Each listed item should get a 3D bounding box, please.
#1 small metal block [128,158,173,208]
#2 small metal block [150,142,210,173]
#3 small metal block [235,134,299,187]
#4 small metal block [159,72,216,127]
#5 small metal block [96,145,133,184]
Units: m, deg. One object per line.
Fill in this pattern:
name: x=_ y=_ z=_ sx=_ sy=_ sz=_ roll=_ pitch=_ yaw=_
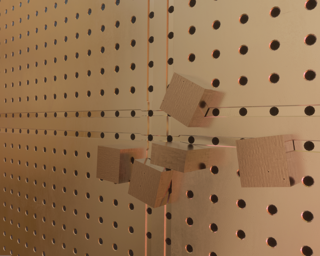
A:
small metal block: x=-0.013 y=0.073 z=0.422 sx=0.050 sy=0.025 sz=0.050 roll=19 pitch=102 yaw=38
small metal block: x=0.025 y=0.033 z=0.374 sx=0.050 sy=0.050 sz=0.025 roll=10 pitch=97 yaw=39
small metal block: x=0.110 y=0.034 z=0.320 sx=0.050 sy=0.025 sz=0.050 roll=-10 pitch=84 yaw=39
small metal block: x=0.033 y=-0.035 z=0.383 sx=0.050 sy=0.025 sz=0.050 roll=36 pitch=112 yaw=34
small metal block: x=-0.069 y=0.053 z=0.468 sx=0.050 sy=0.025 sz=0.050 roll=5 pitch=94 yaw=40
